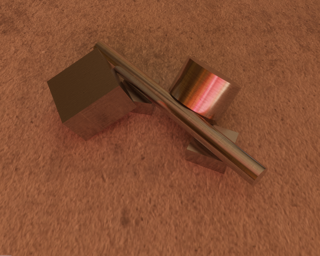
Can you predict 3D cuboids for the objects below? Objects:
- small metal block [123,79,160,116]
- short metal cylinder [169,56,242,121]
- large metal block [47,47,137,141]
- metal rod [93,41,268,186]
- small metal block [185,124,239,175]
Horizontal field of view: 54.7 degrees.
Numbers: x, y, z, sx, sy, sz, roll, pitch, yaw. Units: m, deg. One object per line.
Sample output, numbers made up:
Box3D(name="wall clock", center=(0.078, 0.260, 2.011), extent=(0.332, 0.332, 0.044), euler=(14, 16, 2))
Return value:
Box3D(name="small metal block", center=(-0.031, -0.047, 0.444), extent=(0.050, 0.025, 0.050), euler=(10, 51, 7))
Box3D(name="short metal cylinder", center=(0.059, -0.052, 0.407), extent=(0.080, 0.050, 0.080), euler=(28, 18, -10))
Box3D(name="large metal block", center=(-0.089, -0.044, 0.403), extent=(0.080, 0.050, 0.080), euler=(-34, 55, 3))
Box3D(name="metal rod", center=(0.007, -0.034, 0.401), extent=(0.025, 0.025, 0.300), euler=(-34, 58, -25))
Box3D(name="small metal block", center=(0.065, 0.024, 0.386), extent=(0.050, 0.025, 0.050), euler=(19, 52, 15))
